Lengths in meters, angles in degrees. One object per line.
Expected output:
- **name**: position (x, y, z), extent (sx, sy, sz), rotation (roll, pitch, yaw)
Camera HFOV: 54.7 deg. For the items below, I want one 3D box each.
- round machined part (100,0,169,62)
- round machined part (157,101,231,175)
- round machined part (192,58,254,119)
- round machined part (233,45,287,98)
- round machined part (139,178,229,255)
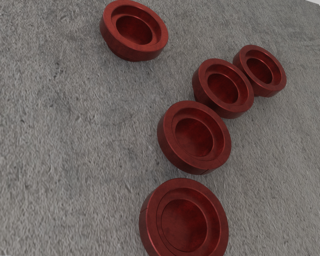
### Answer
- **round machined part**: position (-0.041, -0.136, 0.454), extent (0.099, 0.042, 0.098), rotation (14, 56, -21)
- **round machined part**: position (0.040, 0.016, 0.405), extent (0.099, 0.042, 0.098), rotation (14, 56, -21)
- **round machined part**: position (0.092, -0.056, 0.476), extent (0.099, 0.042, 0.098), rotation (14, 56, -21)
- **round machined part**: position (0.167, -0.093, 0.539), extent (0.099, 0.042, 0.098), rotation (14, 56, -21)
- **round machined part**: position (0.022, 0.108, 0.339), extent (0.099, 0.042, 0.098), rotation (14, 56, -21)
